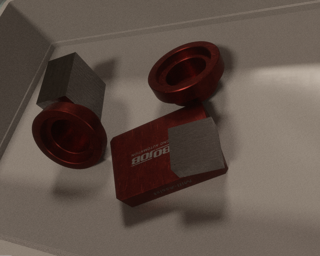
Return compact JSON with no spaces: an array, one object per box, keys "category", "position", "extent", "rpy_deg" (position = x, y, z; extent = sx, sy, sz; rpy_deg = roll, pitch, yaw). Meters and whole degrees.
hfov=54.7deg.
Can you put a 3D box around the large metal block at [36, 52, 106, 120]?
[{"category":"large metal block","position":[-0.130,-0.052,0.468],"extent":[0.050,0.080,0.080],"rpy_deg":[-12,56,21]}]

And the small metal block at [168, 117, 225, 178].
[{"category":"small metal block","position":[0.038,0.021,0.333],"extent":[0.050,0.025,0.050],"rpy_deg":[-16,56,18]}]

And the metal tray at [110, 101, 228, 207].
[{"category":"metal tray","position":[0.006,0.032,0.379],"extent":[0.130,0.030,0.090],"rpy_deg":[-23,53,14]}]

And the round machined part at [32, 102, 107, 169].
[{"category":"round machined part","position":[-0.118,0.006,0.423],"extent":[0.098,0.098,0.042],"rpy_deg":[-10,31,22]}]

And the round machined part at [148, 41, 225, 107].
[{"category":"round machined part","position":[0.037,-0.066,0.406],"extent":[0.098,0.042,0.098],"rpy_deg":[-19,41,18]}]
